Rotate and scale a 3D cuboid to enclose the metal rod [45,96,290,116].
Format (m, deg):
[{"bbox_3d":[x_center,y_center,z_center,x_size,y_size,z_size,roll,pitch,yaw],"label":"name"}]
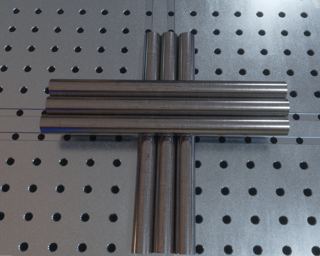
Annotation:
[{"bbox_3d":[0.009,-0.027,0.395,0.302,0.025,0.025,1,70,0],"label":"metal rod"}]

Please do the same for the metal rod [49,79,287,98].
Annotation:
[{"bbox_3d":[0.010,-0.050,0.404,0.302,0.025,0.025,1,70,0],"label":"metal rod"}]

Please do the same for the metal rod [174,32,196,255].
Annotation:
[{"bbox_3d":[0.034,0.006,0.410,0.025,0.025,0.299,2,70,1],"label":"metal rod"}]

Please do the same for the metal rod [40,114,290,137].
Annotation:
[{"bbox_3d":[0.006,-0.003,0.386,0.302,0.025,0.025,1,70,0],"label":"metal rod"}]

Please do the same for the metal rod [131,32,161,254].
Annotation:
[{"bbox_3d":[-0.016,0.005,0.410,0.025,0.025,0.299,2,70,1],"label":"metal rod"}]

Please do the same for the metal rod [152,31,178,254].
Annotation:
[{"bbox_3d":[0.009,0.004,0.410,0.025,0.025,0.299,2,70,1],"label":"metal rod"}]
